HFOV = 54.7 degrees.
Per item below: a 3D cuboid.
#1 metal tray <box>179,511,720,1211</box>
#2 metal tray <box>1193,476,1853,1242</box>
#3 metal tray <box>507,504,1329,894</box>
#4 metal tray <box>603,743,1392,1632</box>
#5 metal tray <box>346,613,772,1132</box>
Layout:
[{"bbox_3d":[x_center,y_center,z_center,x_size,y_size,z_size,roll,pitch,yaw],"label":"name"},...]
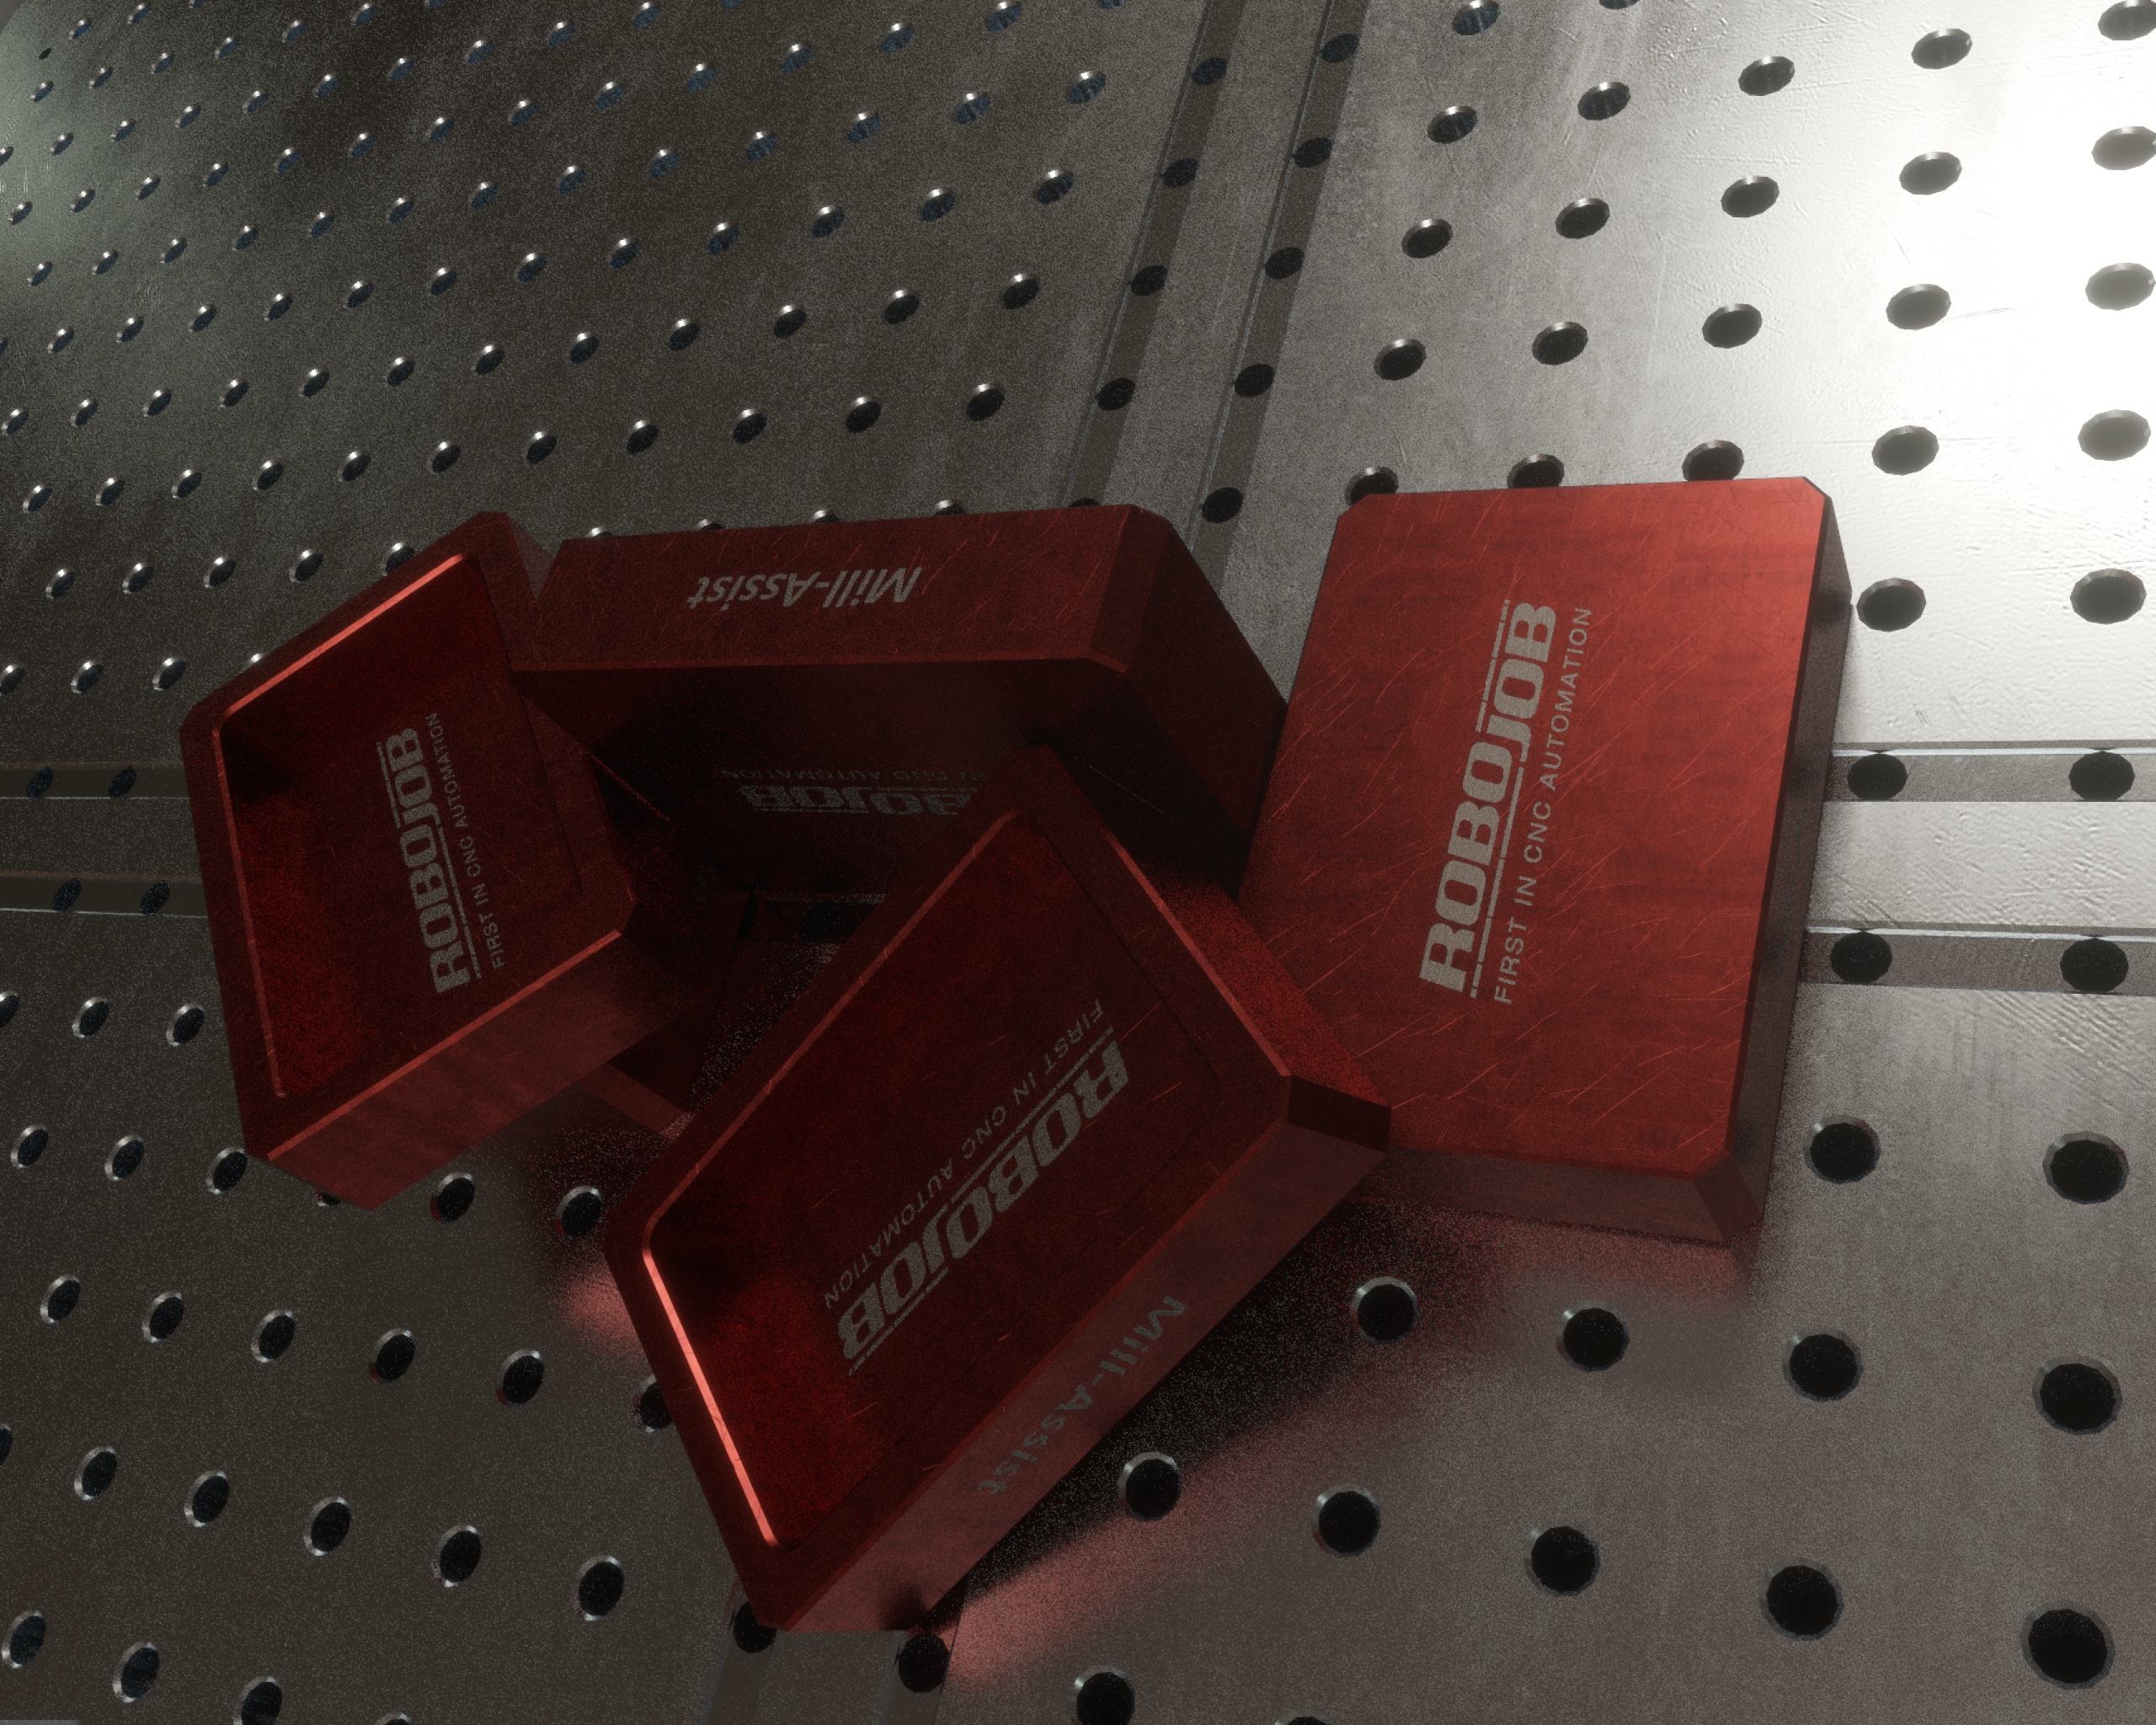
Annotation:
[{"bbox_3d":[-0.135,-0.004,0.436,0.090,0.030,0.130,-32,52,6],"label":"metal tray"},{"bbox_3d":[0.079,-0.005,0.365,0.090,0.030,0.130,3,63,29],"label":"metal tray"},{"bbox_3d":[-0.029,-0.026,0.395,0.130,0.090,0.030,2,63,28],"label":"metal tray"},{"bbox_3d":[-0.020,0.055,0.356,0.130,0.030,0.090,-48,50,16],"label":"metal tray"},{"bbox_3d":[-0.116,-0.007,0.468,0.090,0.030,0.130,-1,62,27],"label":"metal tray"}]
